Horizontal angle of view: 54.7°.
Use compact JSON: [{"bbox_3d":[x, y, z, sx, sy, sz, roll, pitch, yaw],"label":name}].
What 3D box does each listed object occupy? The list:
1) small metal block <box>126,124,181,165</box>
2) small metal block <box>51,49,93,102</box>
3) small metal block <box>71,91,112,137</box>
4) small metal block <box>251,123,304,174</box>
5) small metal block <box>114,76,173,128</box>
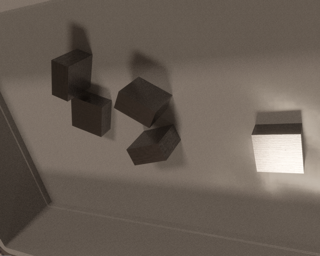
[{"bbox_3d":[-0.007,0.022,0.409,0.050,0.050,0.025,-13,112,33],"label":"small metal block"},{"bbox_3d":[-0.115,-0.070,0.408,0.025,0.050,0.050,23,127,14],"label":"small metal block"},{"bbox_3d":[-0.099,-0.021,0.446,0.050,0.025,0.050,20,126,16],"label":"small metal block"},{"bbox_3d":[0.135,0.023,0.351,0.050,0.025,0.050,-2,118,28],"label":"small metal block"},{"bbox_3d":[-0.020,-0.033,0.381,0.050,0.050,0.025,30,128,8],"label":"small metal block"}]
